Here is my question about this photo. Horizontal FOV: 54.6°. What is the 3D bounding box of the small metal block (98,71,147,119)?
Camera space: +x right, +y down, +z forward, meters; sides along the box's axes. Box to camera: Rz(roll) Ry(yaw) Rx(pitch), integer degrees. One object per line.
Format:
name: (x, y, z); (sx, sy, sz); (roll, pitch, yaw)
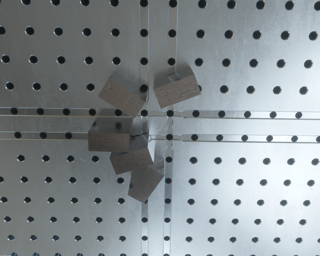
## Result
small metal block: (-0.045, -0.042, 0.384); (0.050, 0.050, 0.025); (32, 107, -11)

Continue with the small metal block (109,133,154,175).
small metal block: (-0.035, 0.033, 0.412); (0.050, 0.050, 0.025); (-16, 109, 6)

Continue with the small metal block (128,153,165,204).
small metal block: (-0.018, 0.066, 0.424); (0.025, 0.050, 0.050); (31, 107, -11)

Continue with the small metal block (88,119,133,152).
small metal block: (-0.063, 0.009, 0.403); (0.050, 0.050, 0.025); (2, 110, -1)

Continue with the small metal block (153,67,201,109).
small metal block: (0.020, -0.050, 0.382); (0.050, 0.050, 0.025); (-20, 109, 7)
